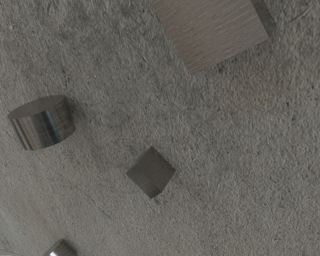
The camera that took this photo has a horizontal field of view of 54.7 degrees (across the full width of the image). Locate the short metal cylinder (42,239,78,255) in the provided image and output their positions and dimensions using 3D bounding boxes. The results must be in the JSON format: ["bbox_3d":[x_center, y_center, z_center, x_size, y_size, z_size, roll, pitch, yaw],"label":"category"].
[{"bbox_3d":[-0.224,0.287,0.664,0.050,0.080,0.080,47,129,-5],"label":"short metal cylinder"}]

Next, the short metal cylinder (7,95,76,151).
[{"bbox_3d":[-0.171,-0.009,0.453,0.080,0.080,0.050,-1,118,28],"label":"short metal cylinder"}]

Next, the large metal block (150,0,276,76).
[{"bbox_3d":[0.052,-0.109,0.295,0.080,0.050,0.080,-22,107,36],"label":"large metal block"}]

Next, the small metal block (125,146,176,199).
[{"bbox_3d":[-0.012,0.061,0.434,0.050,0.050,0.025,46,129,-4],"label":"small metal block"}]
